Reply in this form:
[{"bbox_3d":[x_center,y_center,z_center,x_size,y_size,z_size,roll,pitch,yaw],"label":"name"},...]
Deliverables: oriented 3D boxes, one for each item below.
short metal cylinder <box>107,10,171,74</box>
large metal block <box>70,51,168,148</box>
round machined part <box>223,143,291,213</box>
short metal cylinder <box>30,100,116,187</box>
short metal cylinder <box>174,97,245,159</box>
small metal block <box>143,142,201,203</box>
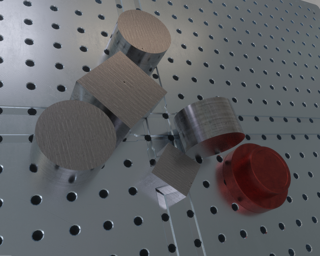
[{"bbox_3d":[-0.031,-0.124,0.451,0.081,0.050,0.080,14,56,-21],"label":"short metal cylinder"},{"bbox_3d":[-0.052,-0.037,0.387,0.080,0.050,0.080,42,51,0],"label":"large metal block"},{"bbox_3d":[0.142,0.065,0.434,0.099,0.042,0.098,14,56,-21],"label":"round machined part"},{"bbox_3d":[-0.093,0.017,0.331,0.081,0.050,0.080,14,56,-21],"label":"short metal cylinder"},{"bbox_3d":[0.063,0.002,0.406,0.081,0.080,0.050,-3,64,-30],"label":"short metal cylinder"},{"bbox_3d":[0.016,0.055,0.383,0.050,0.025,0.050,36,51,-5],"label":"small metal block"}]
